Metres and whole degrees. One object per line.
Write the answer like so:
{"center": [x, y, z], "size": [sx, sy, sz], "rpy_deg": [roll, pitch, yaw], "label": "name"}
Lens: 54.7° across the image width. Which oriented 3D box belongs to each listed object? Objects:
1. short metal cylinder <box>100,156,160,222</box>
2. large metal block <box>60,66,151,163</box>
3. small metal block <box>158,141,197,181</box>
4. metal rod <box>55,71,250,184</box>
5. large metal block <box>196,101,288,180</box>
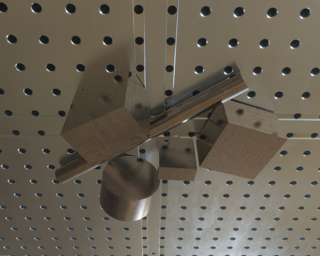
{"center": [-0.045, 0.086, 0.448], "size": [0.081, 0.080, 0.050], "rpy_deg": [9, 130, -8], "label": "short metal cylinder"}
{"center": [-0.059, -0.016, 0.362], "size": [0.080, 0.080, 0.050], "rpy_deg": [-22, 127, 17], "label": "large metal block"}
{"center": [0.023, 0.046, 0.435], "size": [0.050, 0.050, 0.025], "rpy_deg": [4, 130, -4], "label": "small metal block"}
{"center": [-0.025, 0.008, 0.418], "size": [0.300, 0.025, 0.025], "rpy_deg": [-27, 125, 21], "label": "metal rod"}
{"center": [0.103, 0.016, 0.407], "size": [0.081, 0.050, 0.079], "rpy_deg": [15, 129, -13], "label": "large metal block"}
